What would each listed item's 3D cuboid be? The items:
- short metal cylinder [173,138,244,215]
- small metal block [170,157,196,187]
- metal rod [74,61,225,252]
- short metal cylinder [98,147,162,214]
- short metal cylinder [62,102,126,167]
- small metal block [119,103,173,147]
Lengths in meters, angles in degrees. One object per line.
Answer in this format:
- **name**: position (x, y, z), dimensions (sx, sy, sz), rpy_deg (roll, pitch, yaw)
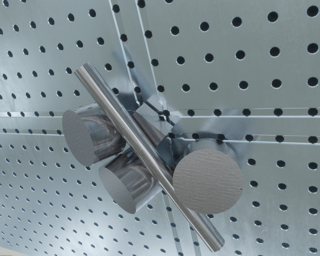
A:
- **short metal cylinder**: position (0.059, 0.057, 0.378), dimensions (0.080, 0.050, 0.079), rpy_deg (2, 103, 9)
- **small metal block**: position (0.032, 0.070, 0.433), dimensions (0.050, 0.025, 0.050), rpy_deg (42, 129, -1)
- **metal rod**: position (-0.008, 0.044, 0.405), dimensions (0.025, 0.025, 0.299), rpy_deg (-28, 103, 37)
- **short metal cylinder**: position (-0.042, 0.074, 0.441), dimensions (0.080, 0.050, 0.079), rpy_deg (35, 144, 30)
- **short metal cylinder**: position (-0.091, 0.006, 0.424), dimensions (0.080, 0.050, 0.079), rpy_deg (26, 127, 40)
- **small metal block**: position (-0.019, 0.003, 0.418), dimensions (0.050, 0.025, 0.050), rpy_deg (40, 129, 1)
